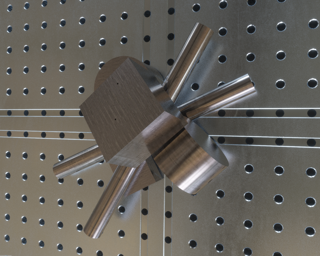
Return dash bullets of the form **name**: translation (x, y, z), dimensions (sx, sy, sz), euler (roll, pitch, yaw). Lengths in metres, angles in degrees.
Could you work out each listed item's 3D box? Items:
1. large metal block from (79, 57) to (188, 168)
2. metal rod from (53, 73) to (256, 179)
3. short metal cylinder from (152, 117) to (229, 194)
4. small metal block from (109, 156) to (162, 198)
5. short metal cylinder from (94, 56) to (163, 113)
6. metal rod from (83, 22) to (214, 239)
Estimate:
- **large metal block**: translation (-0.030, -0.014, 0.339), dimensions (0.080, 0.050, 0.080), euler (-42, 60, 16)
- **metal rod**: translation (-0.020, 0.005, 0.416), dimensions (0.300, 0.025, 0.025), euler (-25, 82, 18)
- **short metal cylinder**: translation (0.035, 0.031, 0.367), dimensions (0.050, 0.080, 0.080), euler (-45, 76, 15)
- **small metal block**: translation (-0.033, 0.059, 0.420), dimensions (0.050, 0.025, 0.050), euler (-29, 81, 17)
- **short metal cylinder**: translation (-0.039, -0.050, 0.409), dimensions (0.080, 0.050, 0.079), euler (0, 90, 20)
- **metal rod**: translation (-0.019, 0.010, 0.389), dimensions (0.025, 0.025, 0.299), euler (32, 100, 17)
